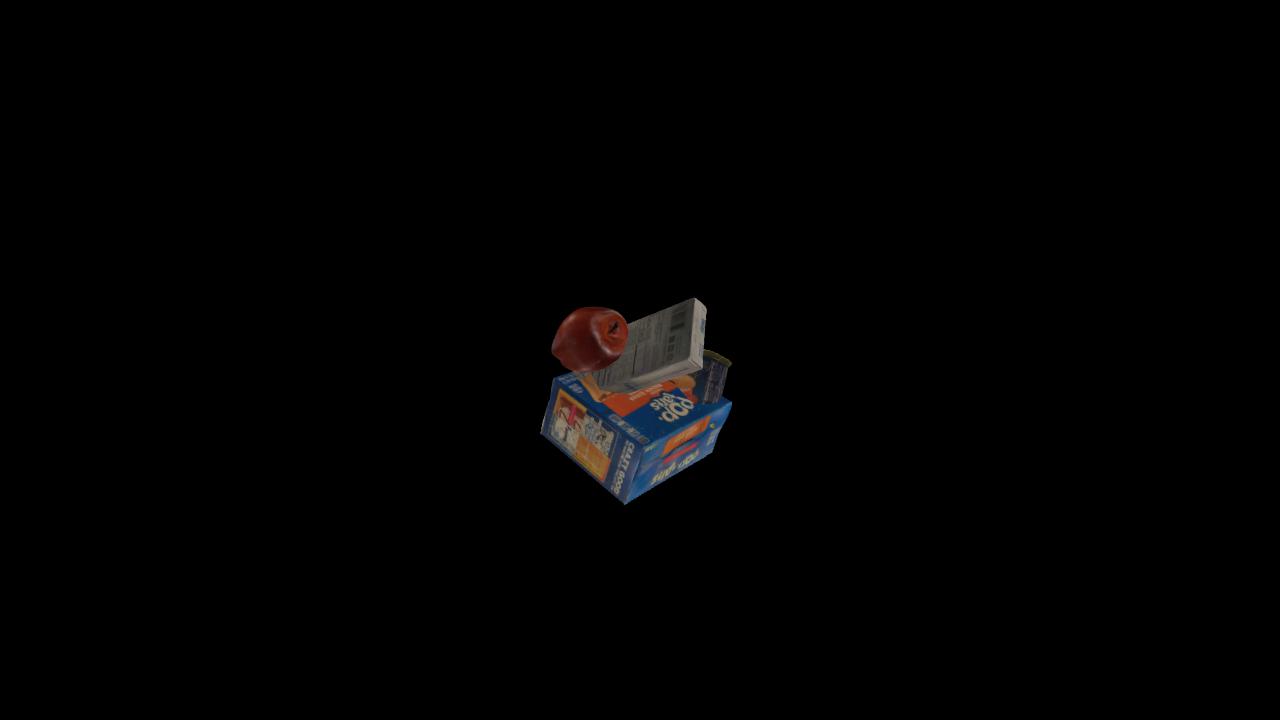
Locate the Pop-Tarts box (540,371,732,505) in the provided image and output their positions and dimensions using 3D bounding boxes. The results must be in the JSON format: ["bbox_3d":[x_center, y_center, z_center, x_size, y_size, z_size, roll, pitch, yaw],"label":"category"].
[{"bbox_3d":[-0.003,0.067,0.718,0.141,0.083,0.167,35,34,29],"label":"Pop-Tarts box"}]

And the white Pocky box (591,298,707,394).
[{"bbox_3d":[0.002,-0.008,0.676,0.154,0.084,0.028,-20,-42,36],"label":"white Pocky box"}]

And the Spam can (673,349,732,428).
[{"bbox_3d":[0.055,0.036,0.751,0.058,0.085,0.101,25,-17,-37],"label":"Spam can"}]

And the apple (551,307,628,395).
[{"bbox_3d":[-0.055,-0.024,0.700,0.093,0.079,0.079,-21,-14,40],"label":"apple"}]
